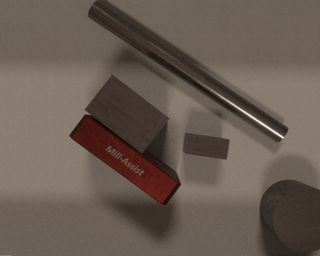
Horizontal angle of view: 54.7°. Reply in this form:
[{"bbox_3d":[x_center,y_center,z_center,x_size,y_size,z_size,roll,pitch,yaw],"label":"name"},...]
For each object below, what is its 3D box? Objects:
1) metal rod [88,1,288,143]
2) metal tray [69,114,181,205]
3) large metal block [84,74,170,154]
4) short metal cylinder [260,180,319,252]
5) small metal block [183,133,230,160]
[{"bbox_3d":[0.037,-0.074,0.411,0.301,0.025,0.025,34,90,-1],"label":"metal rod"},{"bbox_3d":[-0.038,0.035,0.378,0.130,0.090,0.030,36,90,-1],"label":"metal tray"},{"bbox_3d":[-0.037,-0.016,0.383,0.080,0.080,0.050,38,90,-1],"label":"large metal block"},{"bbox_3d":[0.178,0.111,0.401,0.081,0.050,0.079,0,90,-1],"label":"short metal cylinder"},{"bbox_3d":[0.058,0.022,0.400,0.050,0.050,0.025,8,90,-1],"label":"small metal block"}]
